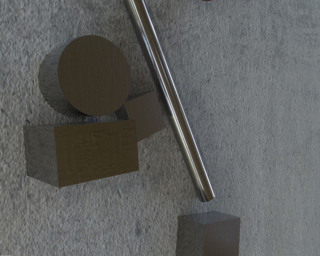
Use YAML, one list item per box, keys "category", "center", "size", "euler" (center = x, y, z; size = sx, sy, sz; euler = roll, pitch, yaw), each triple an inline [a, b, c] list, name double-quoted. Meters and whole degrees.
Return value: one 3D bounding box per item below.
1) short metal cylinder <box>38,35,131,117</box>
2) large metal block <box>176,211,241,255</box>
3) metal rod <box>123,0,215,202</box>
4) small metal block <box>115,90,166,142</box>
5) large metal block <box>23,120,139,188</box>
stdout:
- category: "short metal cylinder"
  center: [-0.078, -0.051, 0.324]
  size: [0.081, 0.050, 0.079]
  euler: [0, 90, -40]
- category: "large metal block"
  center: [0.070, 0.169, 0.451]
  size: [0.081, 0.050, 0.080]
  euler: [6, 86, -40]
- category: "metal rod"
  center: [0.018, -0.028, 0.421]
  size: [0.025, 0.025, 0.298]
  euler: [-34, 111, -35]
- category: "small metal block"
  center: [-0.025, -0.015, 0.386]
  size: [0.050, 0.025, 0.050]
  euler: [-27, 107, -37]
- category: "large metal block"
  center: [-0.078, 0.020, 0.305]
  size: [0.081, 0.080, 0.050]
  euler: [-6, 94, -40]
